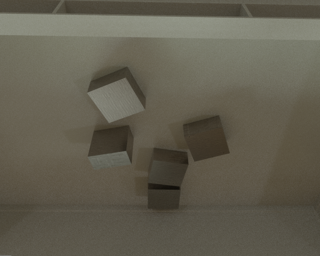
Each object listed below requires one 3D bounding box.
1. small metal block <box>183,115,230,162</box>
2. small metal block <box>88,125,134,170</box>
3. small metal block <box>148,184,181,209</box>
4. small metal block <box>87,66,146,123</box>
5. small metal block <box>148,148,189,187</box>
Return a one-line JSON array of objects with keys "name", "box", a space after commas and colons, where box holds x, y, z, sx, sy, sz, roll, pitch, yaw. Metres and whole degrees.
[{"name": "small metal block", "box": [0.064, 0.015, 0.423, 0.050, 0.025, 0.050, -15, 129, 12]}, {"name": "small metal block", "box": [-0.064, 0.025, 0.414, 0.050, 0.050, 0.025, -9, 130, 7]}, {"name": "small metal block", "box": [0.006, 0.105, 0.499, 0.050, 0.025, 0.050, 1, 130, -2]}, {"name": "small metal block", "box": [-0.051, -0.039, 0.375, 0.050, 0.025, 0.050, -19, 128, 15]}, {"name": "small metal block", "box": [0.011, 0.059, 0.460, 0.050, 0.025, 0.050, 8, 130, -7]}]
